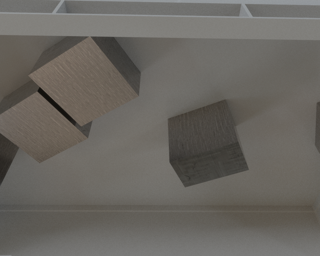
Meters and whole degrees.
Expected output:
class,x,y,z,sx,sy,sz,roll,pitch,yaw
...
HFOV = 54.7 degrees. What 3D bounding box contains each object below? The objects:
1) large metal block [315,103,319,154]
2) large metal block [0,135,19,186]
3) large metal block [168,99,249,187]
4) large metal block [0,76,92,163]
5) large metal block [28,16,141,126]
class,x,y,z,sx,sy,sz,roll,pitch,yaw
large metal block,0.239,0.017,0.391,0.050,0.080,0.080,-13,129,10
large metal block,-0.243,0.038,0.402,0.050,0.080,0.080,-35,122,25
large metal block,0.058,0.018,0.390,0.080,0.080,0.050,-19,128,15
large metal block,-0.142,-0.013,0.380,0.080,0.050,0.080,-26,126,20
large metal block,-0.078,-0.060,0.341,0.080,0.050,0.080,-25,126,19
